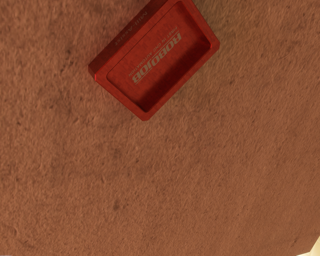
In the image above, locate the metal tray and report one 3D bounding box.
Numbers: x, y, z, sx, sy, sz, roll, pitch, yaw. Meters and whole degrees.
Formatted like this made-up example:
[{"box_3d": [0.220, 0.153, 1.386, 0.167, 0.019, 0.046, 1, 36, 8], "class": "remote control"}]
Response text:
[{"box_3d": [-0.004, -0.081, 0.352, 0.130, 0.030, 0.090, -45, 130, 3], "class": "metal tray"}]
